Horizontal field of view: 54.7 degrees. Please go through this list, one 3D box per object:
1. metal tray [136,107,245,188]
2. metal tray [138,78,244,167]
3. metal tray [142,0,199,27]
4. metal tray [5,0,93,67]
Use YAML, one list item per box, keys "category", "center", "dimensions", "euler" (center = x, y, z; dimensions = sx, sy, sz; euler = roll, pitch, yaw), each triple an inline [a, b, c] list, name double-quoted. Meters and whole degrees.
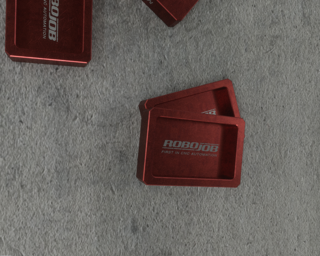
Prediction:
- category: "metal tray"
  center: [0.040, 0.026, 0.388]
  dimensions: [0.131, 0.030, 0.089]
  euler: [6, 88, -20]
- category: "metal tray"
  center: [0.045, -0.009, 0.422]
  dimensions: [0.131, 0.030, 0.089]
  euler: [-17, 96, -19]
- category: "metal tray"
  center: [0.000, -0.211, 0.406]
  dimensions: [0.130, 0.030, 0.090]
  euler: [41, 77, -16]
- category: "metal tray"
  center: [-0.126, -0.141, 0.359]
  dimensions: [0.091, 0.030, 0.129]
  euler: [1, 90, -20]
